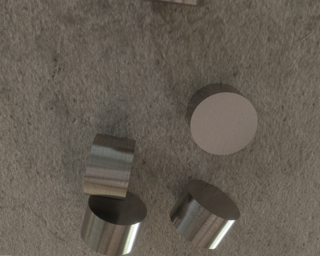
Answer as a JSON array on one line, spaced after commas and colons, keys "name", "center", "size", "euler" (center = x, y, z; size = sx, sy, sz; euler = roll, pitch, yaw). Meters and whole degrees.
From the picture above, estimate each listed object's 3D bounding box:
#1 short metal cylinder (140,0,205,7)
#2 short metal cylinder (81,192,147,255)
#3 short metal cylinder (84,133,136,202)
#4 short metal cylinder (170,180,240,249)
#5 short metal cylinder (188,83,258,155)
[{"name": "short metal cylinder", "center": [0.010, -0.157, 0.323], "size": [0.081, 0.080, 0.050], "euler": [6, 110, -3]}, {"name": "short metal cylinder", "center": [-0.063, 0.127, 0.426], "size": [0.080, 0.080, 0.050], "euler": [15, 109, -6]}, {"name": "short metal cylinder", "center": [-0.063, 0.050, 0.398], "size": [0.050, 0.080, 0.079], "euler": [11, 110, -4]}, {"name": "short metal cylinder", "center": [0.061, 0.116, 0.424], "size": [0.080, 0.080, 0.050], "euler": [26, 108, -10]}, {"name": "short metal cylinder", "center": [0.076, -0.012, 0.393], "size": [0.081, 0.050, 0.079], "euler": [0, 110, -1]}]
